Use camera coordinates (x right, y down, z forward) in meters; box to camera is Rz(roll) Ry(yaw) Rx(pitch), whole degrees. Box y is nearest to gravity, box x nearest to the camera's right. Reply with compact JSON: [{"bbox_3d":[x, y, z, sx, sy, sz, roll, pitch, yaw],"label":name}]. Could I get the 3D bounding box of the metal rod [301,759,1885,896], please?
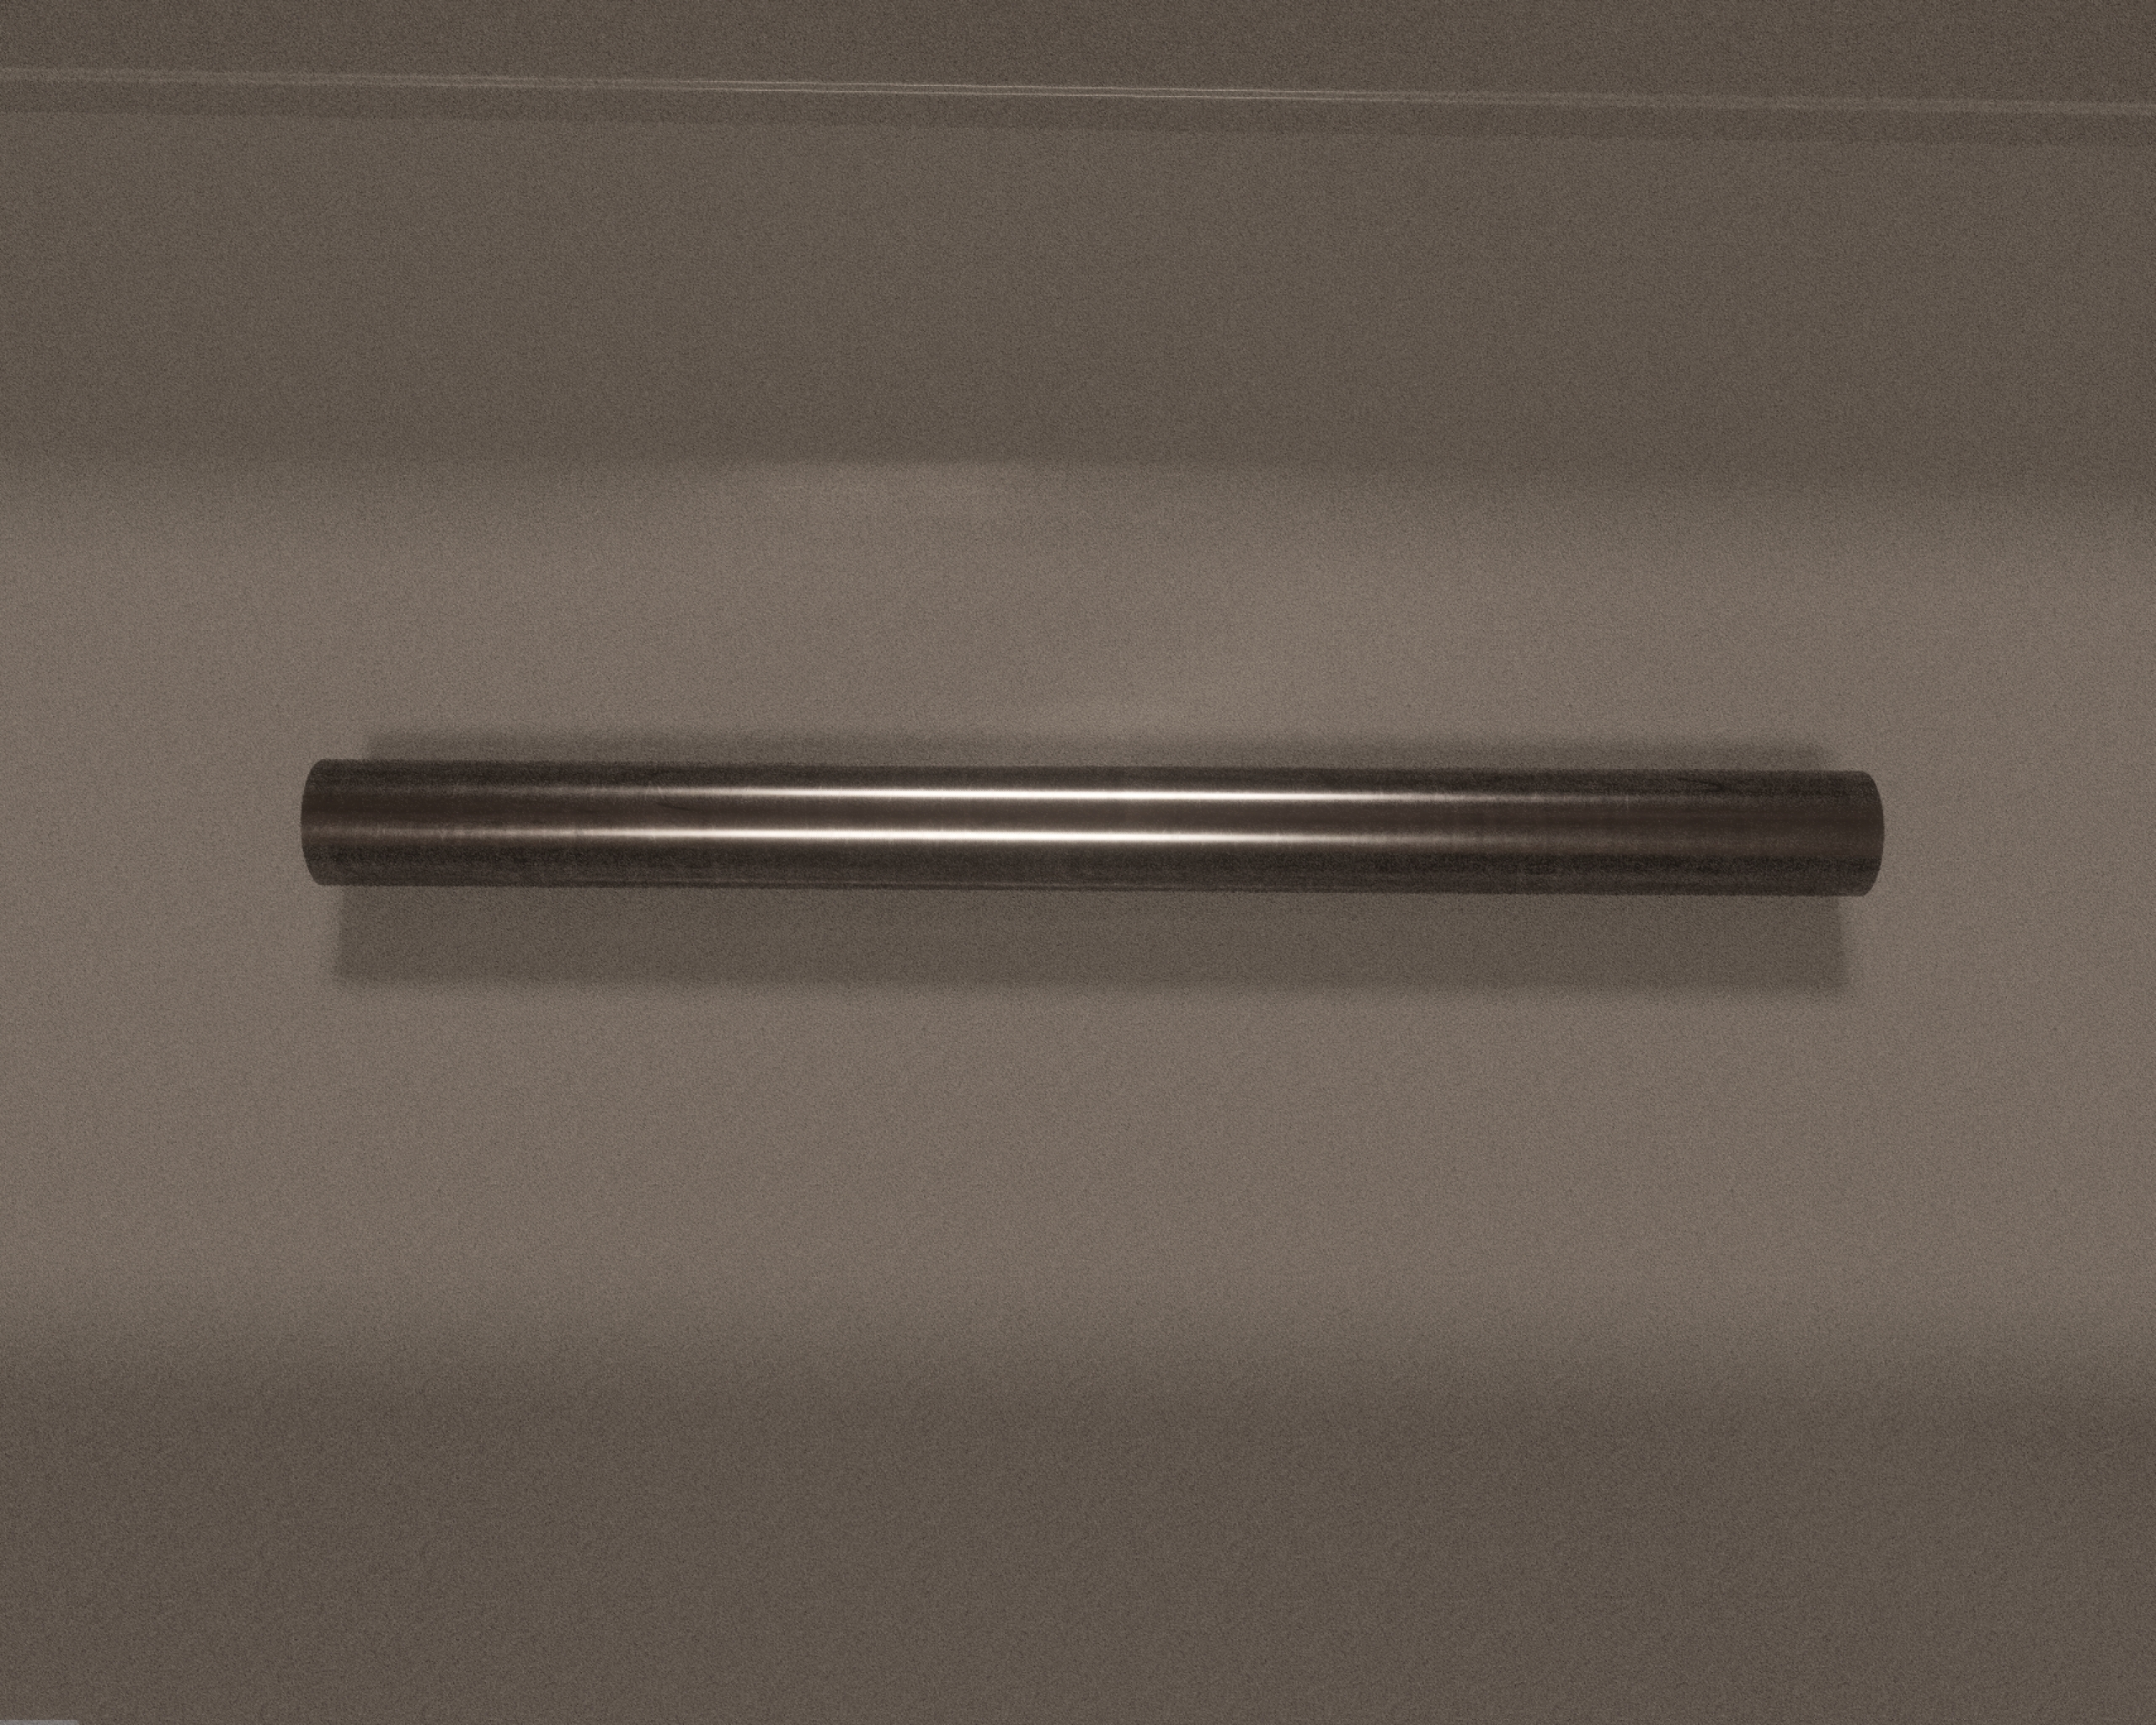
[{"bbox_3d":[0.003,-0.007,0.410,0.302,0.025,0.025,0,70,-1],"label":"metal rod"}]
